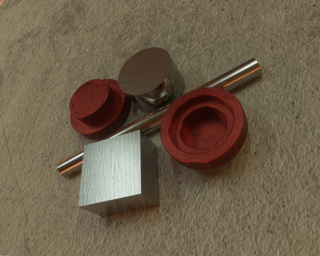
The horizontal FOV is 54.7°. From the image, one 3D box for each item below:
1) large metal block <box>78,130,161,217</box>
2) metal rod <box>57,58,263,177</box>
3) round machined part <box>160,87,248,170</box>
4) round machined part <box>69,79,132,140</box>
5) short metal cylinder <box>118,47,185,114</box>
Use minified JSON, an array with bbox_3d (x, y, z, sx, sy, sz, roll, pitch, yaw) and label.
[{"bbox_3d":[-0.048,0.057,0.380,0.080,0.050,0.080,-16,55,19],"label":"large metal block"},{"bbox_3d":[-0.008,-0.009,0.416,0.300,0.025,0.025,-28,52,10],"label":"metal rod"},{"bbox_3d":[0.054,0.004,0.363,0.098,0.042,0.098,-13,56,21],"label":"round machined part"},{"bbox_3d":[-0.096,-0.035,0.466,0.098,0.042,0.098,-13,56,21],"label":"round machined part"},{"bbox_3d":[-0.011,-0.066,0.435,0.080,0.050,0.080,-13,56,21],"label":"short metal cylinder"}]
